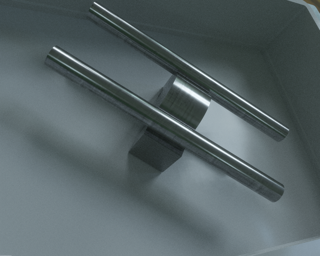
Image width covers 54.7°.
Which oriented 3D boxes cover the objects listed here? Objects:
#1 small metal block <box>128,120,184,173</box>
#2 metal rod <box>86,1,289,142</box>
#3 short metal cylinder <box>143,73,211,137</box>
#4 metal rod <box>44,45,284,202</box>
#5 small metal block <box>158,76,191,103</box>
[{"bbox_3d":[-0.003,0.022,0.374,0.050,0.050,0.025,32,52,-8],"label":"small metal block"},{"bbox_3d":[0.042,-0.069,0.406,0.301,0.025,0.025,31,52,-8],"label":"metal rod"},{"bbox_3d":[0.021,-0.023,0.395,0.050,0.080,0.080,32,51,-8],"label":"short metal cylinder"},{"bbox_3d":[0.012,0.001,0.349,0.301,0.025,0.025,31,52,-8],"label":"metal rod"},{"bbox_3d":[0.033,-0.053,0.439,0.050,0.050,0.025,32,52,-8],"label":"small metal block"}]
